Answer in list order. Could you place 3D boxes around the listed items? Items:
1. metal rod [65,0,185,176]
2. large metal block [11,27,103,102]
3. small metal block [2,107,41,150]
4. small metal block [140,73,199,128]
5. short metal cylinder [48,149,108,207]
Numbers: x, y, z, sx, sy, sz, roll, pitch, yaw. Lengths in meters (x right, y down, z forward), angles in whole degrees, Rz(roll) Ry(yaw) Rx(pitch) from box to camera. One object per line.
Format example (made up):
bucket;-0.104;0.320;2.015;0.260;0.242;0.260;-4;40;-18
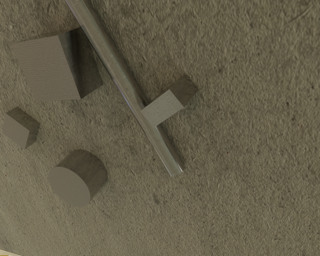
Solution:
metal rod;-0.048;-0.065;0.390;0.025;0.025;0.299;-19;109;35
large metal block;-0.133;-0.083;0.407;0.080;0.050;0.080;0;119;28
small metal block;-0.238;0.000;0.529;0.050;0.025;0.050;36;129;4
small metal block;0.012;-0.033;0.363;0.050;0.050;0.025;-34;100;38
short metal cylinder;-0.134;0.082;0.510;0.080;0.050;0.079;13;124;20
